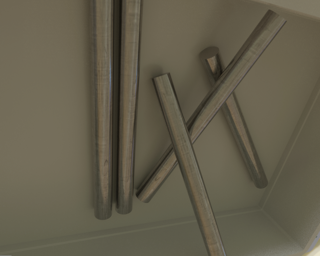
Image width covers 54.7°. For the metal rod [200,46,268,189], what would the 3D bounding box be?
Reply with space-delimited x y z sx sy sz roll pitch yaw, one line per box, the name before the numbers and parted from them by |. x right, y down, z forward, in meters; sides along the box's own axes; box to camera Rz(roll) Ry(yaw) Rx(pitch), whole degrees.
metal rod | 0.124 0.004 0.478 0.025 0.025 0.299 -36 129 -4

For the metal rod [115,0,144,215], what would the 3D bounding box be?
metal rod | -0.040 -0.012 0.378 0.025 0.025 0.298 -9 122 -24

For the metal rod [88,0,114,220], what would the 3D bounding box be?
metal rod | -0.068 -0.008 0.366 0.025 0.025 0.298 -9 122 -24

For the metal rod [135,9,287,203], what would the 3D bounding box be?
metal rod | 0.054 -0.013 0.405 0.025 0.025 0.298 19 116 -36

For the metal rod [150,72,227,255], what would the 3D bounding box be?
metal rod | 0.046 0.074 0.407 0.025 0.025 0.298 -22 104 -15
